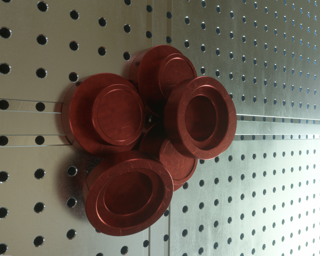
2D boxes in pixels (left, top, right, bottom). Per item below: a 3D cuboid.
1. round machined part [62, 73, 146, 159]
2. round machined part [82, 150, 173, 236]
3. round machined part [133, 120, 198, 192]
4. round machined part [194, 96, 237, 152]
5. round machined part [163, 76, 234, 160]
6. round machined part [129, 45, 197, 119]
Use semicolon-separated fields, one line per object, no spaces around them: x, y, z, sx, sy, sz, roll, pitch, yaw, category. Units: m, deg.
-0.055;-0.014;0.351;0.099;0.042;0.097;0;90;-40;round machined part
-0.038;0.068;0.348;0.099;0.042;0.097;-10;116;-21;round machined part
0.012;0.038;0.406;0.099;0.042;0.097;0;90;-40;round machined part
0.065;-0.011;0.450;0.099;0.042;0.097;0;90;-40;round machined part
0.043;-0.012;0.377;0.099;0.042;0.097;0;90;-40;round machined part
0.012;-0.060;0.407;0.099;0.042;0.097;0;90;-40;round machined part
